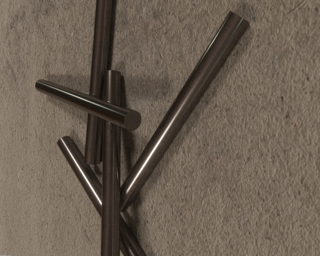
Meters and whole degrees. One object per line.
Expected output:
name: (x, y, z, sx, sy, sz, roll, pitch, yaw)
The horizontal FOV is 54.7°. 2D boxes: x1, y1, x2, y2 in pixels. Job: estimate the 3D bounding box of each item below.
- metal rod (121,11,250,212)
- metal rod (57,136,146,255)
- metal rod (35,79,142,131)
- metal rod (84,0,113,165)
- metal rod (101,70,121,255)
metal rod: (0.013, -0.004, 0.392, 0.025, 0.025, 0.298, 46, 117, 30)
metal rod: (-0.081, 0.124, 0.469, 0.300, 0.025, 0.025, 50, 119, 28)
metal rod: (-0.128, -0.044, 0.477, 0.300, 0.025, 0.025, 20, 103, 47)
metal rod: (-0.094, -0.093, 0.479, 0.025, 0.025, 0.298, 9, 96, 39)
metal rod: (-0.067, 0.064, 0.430, 0.025, 0.025, 0.299, -11, 74, 39)
